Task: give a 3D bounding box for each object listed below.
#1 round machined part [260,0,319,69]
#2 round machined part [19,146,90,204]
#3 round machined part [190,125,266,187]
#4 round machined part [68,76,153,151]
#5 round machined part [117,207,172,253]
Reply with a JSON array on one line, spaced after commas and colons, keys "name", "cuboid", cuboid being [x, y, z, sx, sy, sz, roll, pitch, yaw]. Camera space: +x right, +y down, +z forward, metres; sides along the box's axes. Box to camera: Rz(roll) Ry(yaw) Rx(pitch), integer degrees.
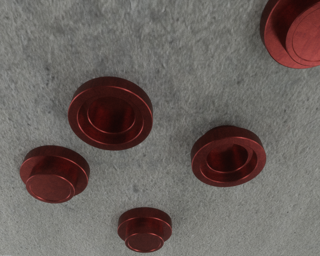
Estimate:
[{"name": "round machined part", "cuboid": [0.155, -0.102, 0.312, 0.099, 0.042, 0.097, -1, 130, 0]}, {"name": "round machined part", "cuboid": [-0.157, 0.075, 0.458, 0.099, 0.042, 0.097, -1, 130, 0]}, {"name": "round machined part", "cuboid": [0.091, 0.035, 0.427, 0.099, 0.042, 0.097, -1, 130, 0]}, {"name": "round machined part", "cuboid": [-0.058, -0.021, 0.377, 0.099, 0.042, 0.097, -1, 130, 0]}, {"name": "round machined part", "cuboid": [-0.027, 0.189, 0.556, 0.099, 0.042, 0.097, -1, 130, 0]}]
